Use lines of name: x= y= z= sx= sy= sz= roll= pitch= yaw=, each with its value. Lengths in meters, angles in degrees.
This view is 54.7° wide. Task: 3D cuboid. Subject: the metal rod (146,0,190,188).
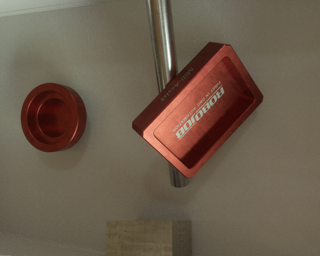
metal rod: x=0.007 y=-0.064 z=0.341 sx=0.025 sy=0.025 sz=0.298 roll=1 pitch=116 yaw=20

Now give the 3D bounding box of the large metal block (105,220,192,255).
large metal block: x=-0.011 y=0.139 z=0.378 sx=0.080 sy=0.080 sz=0.050 roll=-6 pitch=72 yaw=19

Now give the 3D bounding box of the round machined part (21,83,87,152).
round machined part: x=-0.149 y=-0.015 z=0.452 sx=0.098 sy=0.042 sz=0.097 roll=0 pitch=90 yaw=19

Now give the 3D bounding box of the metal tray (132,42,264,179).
metal tray: x=0.045 y=-0.018 z=0.343 sx=0.130 sy=0.090 sz=0.030 roll=-47 pitch=32 yaw=-4
